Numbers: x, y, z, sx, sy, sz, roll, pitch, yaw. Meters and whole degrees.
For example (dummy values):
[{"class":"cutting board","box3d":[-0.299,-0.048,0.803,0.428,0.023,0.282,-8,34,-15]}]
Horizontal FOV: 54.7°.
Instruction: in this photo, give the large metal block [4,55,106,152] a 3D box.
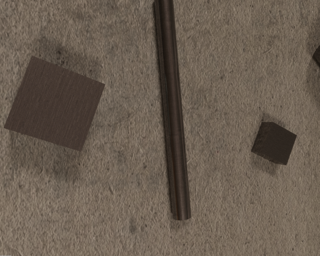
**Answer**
[{"class":"large metal block","box3d":[-0.118,-0.025,0.353,0.080,0.050,0.080,20,83,-19]}]

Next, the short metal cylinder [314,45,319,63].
[{"class":"short metal cylinder","box3d":[0.298,-0.119,0.492,0.050,0.080,0.080,45,76,-15]}]

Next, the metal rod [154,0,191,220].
[{"class":"metal rod","box3d":[0.017,-0.027,0.416,0.025,0.025,0.298,-6,92,-20]}]

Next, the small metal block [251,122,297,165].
[{"class":"small metal block","box3d":[0.175,0.024,0.476,0.050,0.025,0.050,26,81,-19]}]
